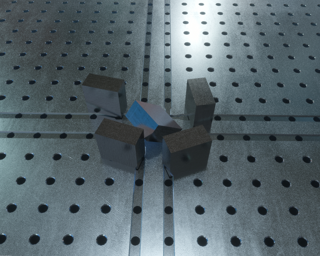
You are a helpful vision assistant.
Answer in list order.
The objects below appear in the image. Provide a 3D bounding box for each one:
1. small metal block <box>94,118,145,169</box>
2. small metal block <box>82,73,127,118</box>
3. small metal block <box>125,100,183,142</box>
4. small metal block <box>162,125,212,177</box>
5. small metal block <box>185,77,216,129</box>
[{"bbox_3d":[-0.047,0.019,0.374,0.050,0.050,0.025,16,53,12],"label":"small metal block"},{"bbox_3d":[-0.075,-0.044,0.428,0.050,0.050,0.025,12,51,9],"label":"small metal block"},{"bbox_3d":[-0.008,-0.007,0.396,0.050,0.025,0.050,9,33,-52],"label":"small metal block"},{"bbox_3d":[0.031,0.028,0.369,0.050,0.050,0.025,-16,52,-14],"label":"small metal block"},{"bbox_3d":[0.053,-0.032,0.419,0.025,0.050,0.050,-7,51,-6],"label":"small metal block"}]
